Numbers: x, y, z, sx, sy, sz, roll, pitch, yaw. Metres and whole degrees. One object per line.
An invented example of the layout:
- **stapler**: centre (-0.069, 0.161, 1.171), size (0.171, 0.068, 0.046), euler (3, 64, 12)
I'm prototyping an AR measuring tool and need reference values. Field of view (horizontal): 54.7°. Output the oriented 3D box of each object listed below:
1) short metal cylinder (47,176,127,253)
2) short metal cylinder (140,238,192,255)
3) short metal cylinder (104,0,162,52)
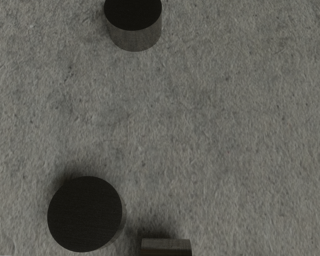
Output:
- **short metal cylinder**: centre (-0.081, 0.100, 0.357), size (0.081, 0.050, 0.080), euler (0, 70, 0)
- **short metal cylinder**: centre (0.005, 0.157, 0.322), size (0.050, 0.080, 0.080), euler (2, 70, 0)
- **short metal cylinder**: centre (-0.038, -0.160, 0.453), size (0.081, 0.050, 0.080), euler (0, 70, 0)
